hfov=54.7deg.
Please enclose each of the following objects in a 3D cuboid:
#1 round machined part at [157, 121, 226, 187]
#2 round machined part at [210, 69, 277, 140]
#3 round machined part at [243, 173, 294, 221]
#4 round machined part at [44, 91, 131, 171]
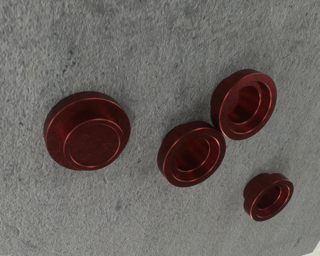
[{"bbox_3d":[0.040,0.032,0.438,0.099,0.042,0.097,-14,124,-21],"label":"round machined part"},{"bbox_3d":[0.110,-0.035,0.431,0.099,0.042,0.097,-14,121,-24],"label":"round machined part"},{"bbox_3d":[0.196,0.123,0.579,0.099,0.042,0.097,-14,124,-21],"label":"round machined part"},{"bbox_3d":[-0.080,0.010,0.358,0.099,0.042,0.097,-14,124,-21],"label":"round machined part"}]
